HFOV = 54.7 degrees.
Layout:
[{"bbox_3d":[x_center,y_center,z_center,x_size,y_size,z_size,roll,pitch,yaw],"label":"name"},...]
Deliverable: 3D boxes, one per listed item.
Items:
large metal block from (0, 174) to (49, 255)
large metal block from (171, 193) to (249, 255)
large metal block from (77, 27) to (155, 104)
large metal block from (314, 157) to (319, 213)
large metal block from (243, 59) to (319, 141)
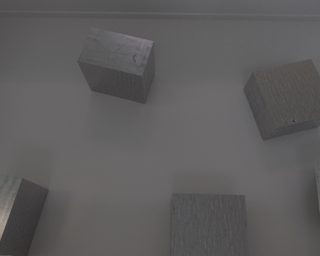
[{"bbox_3d":[-0.174,0.097,0.344,0.050,0.080,0.080,11,70,4],"label":"large metal block"},{"bbox_3d":[0.053,0.119,0.353,0.080,0.050,0.080,2,70,0],"label":"large metal block"},{"bbox_3d":[-0.053,-0.079,0.409,0.080,0.080,0.050,14,71,5],"label":"large metal block"},{"bbox_3d":[0.228,0.074,0.351,0.080,0.050,0.080,-10,66,34],"label":"large metal block"},{"bbox_3d":[0.168,-0.037,0.411,0.081,0.050,0.080,-13,71,-5],"label":"large metal block"}]
